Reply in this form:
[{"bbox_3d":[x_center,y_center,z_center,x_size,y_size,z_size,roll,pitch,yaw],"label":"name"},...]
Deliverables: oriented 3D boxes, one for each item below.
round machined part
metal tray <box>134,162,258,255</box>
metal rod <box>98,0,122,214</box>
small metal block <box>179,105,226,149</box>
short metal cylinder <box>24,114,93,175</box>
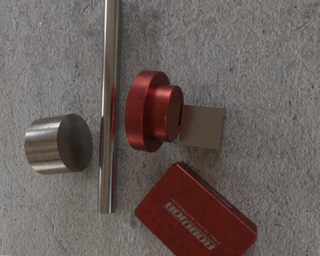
[{"bbox_3d":[-0.001,-0.019,0.370,0.042,0.098,0.097,8,93,19],"label":"round machined part"},{"bbox_3d":[0.043,0.117,0.391,0.130,0.030,0.090,41,102,15],"label":"metal tray"},{"bbox_3d":[-0.070,-0.032,0.432,0.025,0.025,0.298,2,91,19],"label":"metal rod"},{"bbox_3d":[0.054,-0.002,0.390,0.050,0.025,0.050,6,92,19],"label":"small metal block"},{"bbox_3d":[-0.137,0.023,0.426,0.050,0.080,0.080,-7,88,19],"label":"short metal cylinder"}]
